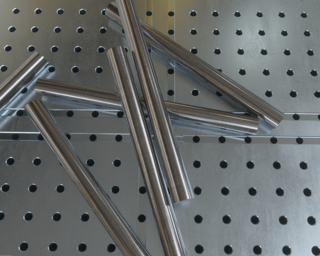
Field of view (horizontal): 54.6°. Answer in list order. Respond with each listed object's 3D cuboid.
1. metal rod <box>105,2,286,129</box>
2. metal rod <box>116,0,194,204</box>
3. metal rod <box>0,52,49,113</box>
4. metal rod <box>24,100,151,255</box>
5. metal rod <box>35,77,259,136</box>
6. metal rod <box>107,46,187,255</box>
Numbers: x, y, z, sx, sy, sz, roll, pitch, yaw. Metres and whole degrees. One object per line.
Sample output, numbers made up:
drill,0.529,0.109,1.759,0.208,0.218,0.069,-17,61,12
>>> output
metal rod,0.042,-0.095,0.446,0.300,0.025,0.025,36,74,12
metal rod,-0.013,-0.052,0.403,0.025,0.025,0.299,-15,71,-5
metal rod,-0.260,0.012,0.406,0.025,0.025,0.300,35,74,12
metal rod,-0.080,0.082,0.381,0.025,0.025,0.300,-36,74,-12
metal rod,-0.020,-0.030,0.422,0.301,0.025,0.025,11,70,4
metal rod,-0.015,0.037,0.380,0.025,0.025,0.299,-16,77,-6
